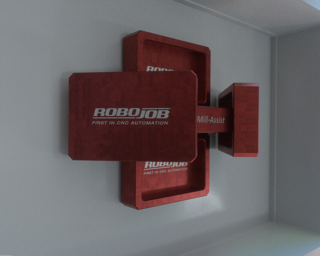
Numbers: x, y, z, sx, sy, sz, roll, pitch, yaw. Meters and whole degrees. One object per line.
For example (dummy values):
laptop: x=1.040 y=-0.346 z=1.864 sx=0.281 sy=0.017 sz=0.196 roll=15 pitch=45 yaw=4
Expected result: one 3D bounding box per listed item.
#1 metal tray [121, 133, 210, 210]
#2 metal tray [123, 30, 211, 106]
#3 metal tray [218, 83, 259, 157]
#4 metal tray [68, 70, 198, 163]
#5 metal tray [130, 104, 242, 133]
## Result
metal tray: x=0.012 y=0.051 z=0.409 sx=0.131 sy=0.030 sz=0.089 roll=0 pitch=90 yaw=-41
metal tray: x=0.013 y=-0.070 z=0.412 sx=0.131 sy=0.030 sz=0.089 roll=0 pitch=91 yaw=-41
metal tray: x=0.105 y=-0.010 z=0.433 sx=0.030 sy=0.130 sz=0.089 roll=1 pitch=90 yaw=2
metal tray: x=-0.027 y=-0.012 z=0.322 sx=0.030 sy=0.131 sz=0.089 roll=3 pitch=87 yaw=-82
metal tray: x=0.029 y=-0.010 z=0.387 sx=0.131 sy=0.090 sz=0.030 roll=0 pitch=90 yaw=-41
